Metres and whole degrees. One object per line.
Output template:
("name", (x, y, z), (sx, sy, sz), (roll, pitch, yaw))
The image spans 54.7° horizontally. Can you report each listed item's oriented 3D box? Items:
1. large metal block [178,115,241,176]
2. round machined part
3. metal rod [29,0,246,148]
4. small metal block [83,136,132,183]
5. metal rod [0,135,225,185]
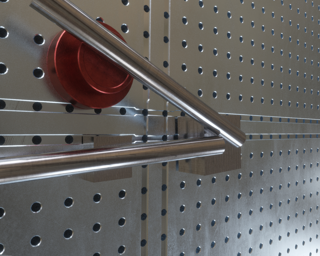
("large metal block", (0.073, 0.022, 0.453), (0.081, 0.050, 0.079), (-3, 92, -40))
("round machined part", (-0.068, -0.070, 0.342), (0.099, 0.042, 0.097), (0, 90, -40))
("metal rod", (0.001, -0.050, 0.349), (0.301, 0.025, 0.025), (31, 70, -33))
("small metal block", (-0.061, 0.034, 0.361), (0.050, 0.025, 0.050), (-1, 91, -40))
("metal rod", (-0.054, 0.032, 0.330), (0.303, 0.025, 0.025), (-4, 93, -30))
